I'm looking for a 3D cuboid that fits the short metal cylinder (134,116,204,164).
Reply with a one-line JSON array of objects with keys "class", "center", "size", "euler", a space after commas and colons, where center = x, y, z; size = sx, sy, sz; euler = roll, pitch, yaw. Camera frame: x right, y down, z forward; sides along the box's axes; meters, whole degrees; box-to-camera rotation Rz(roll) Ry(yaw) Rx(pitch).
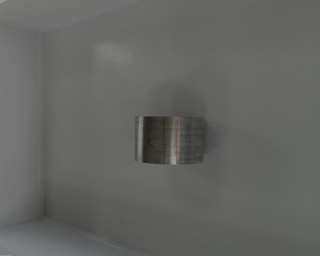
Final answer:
[{"class": "short metal cylinder", "center": [0.011, 0.012, 0.360], "size": [0.080, 0.081, 0.050], "euler": [1, 91, 39]}]
